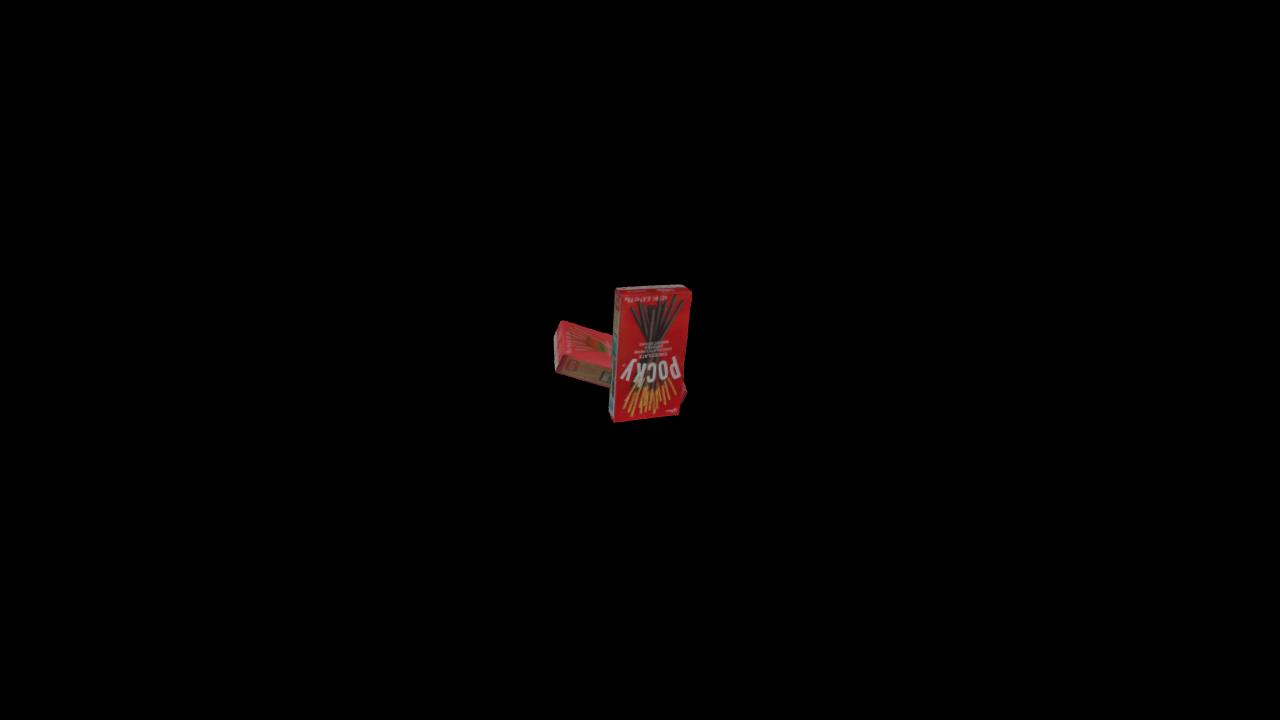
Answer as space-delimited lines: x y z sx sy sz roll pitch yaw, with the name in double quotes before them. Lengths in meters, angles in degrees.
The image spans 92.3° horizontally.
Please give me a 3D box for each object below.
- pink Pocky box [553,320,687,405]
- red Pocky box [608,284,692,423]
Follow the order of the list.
"pink Pocky box" -0.024 0.004 0.721 0.155 0.029 0.084 17 27 -18
"red Pocky box" 0.010 -0.005 0.679 0.083 0.155 0.028 -6 27 -21
